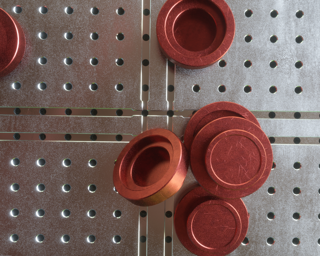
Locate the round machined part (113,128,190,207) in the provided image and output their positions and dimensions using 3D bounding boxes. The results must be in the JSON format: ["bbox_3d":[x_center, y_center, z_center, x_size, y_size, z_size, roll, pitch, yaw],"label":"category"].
[{"bbox_3d":[-0.007,0.052,0.387,0.098,0.098,0.042,-42,131,0],"label":"round machined part"}]

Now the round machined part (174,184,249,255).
[{"bbox_3d":[0.067,0.122,0.405,0.099,0.042,0.097,0,90,0],"label":"round machined part"}]

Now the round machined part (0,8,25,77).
[{"bbox_3d":[-0.234,-0.115,0.403,0.099,0.042,0.097,0,90,0],"label":"round machined part"}]

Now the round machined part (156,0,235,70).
[{"bbox_3d":[0.045,-0.125,0.405,0.099,0.042,0.097,0,90,0],"label":"round machined part"}]

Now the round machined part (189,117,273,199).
[{"bbox_3d":[0.084,0.035,0.363,0.099,0.042,0.097,0,90,0],"label":"round machined part"}]

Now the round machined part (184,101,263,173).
[{"bbox_3d":[0.079,0.016,0.405,0.099,0.042,0.097,0,90,0],"label":"round machined part"}]
